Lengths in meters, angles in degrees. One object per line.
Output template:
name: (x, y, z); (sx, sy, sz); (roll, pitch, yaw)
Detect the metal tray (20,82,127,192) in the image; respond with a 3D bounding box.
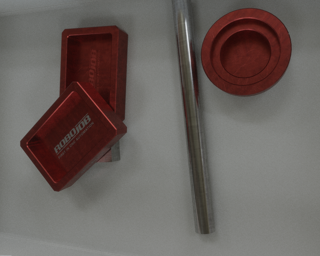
metal tray: (-0.119, 0.012, 0.417); (0.130, 0.030, 0.090); (-43, 81, 18)

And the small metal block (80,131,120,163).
small metal block: (-0.086, 0.023, 0.440); (0.050, 0.025, 0.050); (-4, 89, 19)

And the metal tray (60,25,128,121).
metal tray: (-0.095, -0.074, 0.439); (0.090, 0.030, 0.129); (3, 91, 19)

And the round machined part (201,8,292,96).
round machined part: (0.101, -0.086, 0.366); (0.098, 0.042, 0.097); (0, 90, 19)

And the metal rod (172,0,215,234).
metal rod: (0.042, -0.019, 0.394); (0.025, 0.025, 0.298); (-6, 88, 19)
